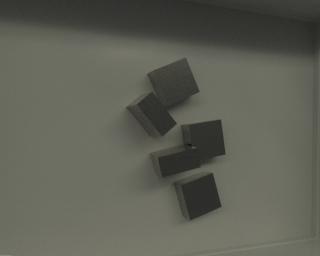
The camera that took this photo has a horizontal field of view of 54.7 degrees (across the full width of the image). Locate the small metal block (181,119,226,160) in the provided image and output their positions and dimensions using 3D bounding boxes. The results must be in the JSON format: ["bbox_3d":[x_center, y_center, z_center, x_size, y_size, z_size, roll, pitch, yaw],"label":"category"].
[{"bbox_3d":[0.061,0.016,0.434,0.050,0.025,0.050,-9,93,-20],"label":"small metal block"}]

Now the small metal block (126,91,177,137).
[{"bbox_3d":[-0.012,-0.017,0.394,0.025,0.050,0.050,-42,104,-15],"label":"small metal block"}]

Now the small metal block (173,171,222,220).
[{"bbox_3d":[0.052,0.093,0.431,0.050,0.025,0.050,-17,96,-20],"label":"small metal block"}]

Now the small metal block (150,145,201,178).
[{"bbox_3d":[0.019,0.041,0.402,0.050,0.050,0.025,-13,95,-12],"label":"small metal block"}]

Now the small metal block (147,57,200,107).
[{"bbox_3d":[0.018,-0.061,0.418,0.050,0.025,0.050,-26,99,-19],"label":"small metal block"}]
